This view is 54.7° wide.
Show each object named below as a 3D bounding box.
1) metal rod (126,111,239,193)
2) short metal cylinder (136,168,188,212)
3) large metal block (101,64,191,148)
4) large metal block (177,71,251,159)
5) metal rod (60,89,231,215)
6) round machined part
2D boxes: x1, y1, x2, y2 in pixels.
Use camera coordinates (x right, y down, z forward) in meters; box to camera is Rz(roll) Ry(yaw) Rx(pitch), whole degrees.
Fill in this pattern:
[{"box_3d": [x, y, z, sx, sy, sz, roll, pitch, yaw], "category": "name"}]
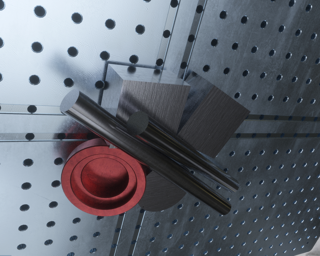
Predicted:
[{"box_3d": [0.052, 0.048, 0.416, 0.025, 0.025, 0.301, -48, 144, 5], "category": "metal rod"}, {"box_3d": [-0.004, 0.068, 0.429, 0.081, 0.050, 0.079, -14, 124, -21], "category": "short metal cylinder"}, {"box_3d": [-0.021, -0.024, 0.360, 0.081, 0.050, 0.079, 1, 118, -29], "category": "large metal block"}, {"box_3d": [0.058, -0.016, 0.411, 0.080, 0.050, 0.080, 27, 104, -38], "category": "large metal block"}, {"box_3d": [0.008, 0.048, 0.374, 0.025, 0.025, 0.301, -47, 130, 5], "category": "metal rod"}, {"box_3d": [-0.066, 0.056, 0.380, 0.099, 0.042, 0.097, -1, 113, -3], "category": "round machined part"}]
